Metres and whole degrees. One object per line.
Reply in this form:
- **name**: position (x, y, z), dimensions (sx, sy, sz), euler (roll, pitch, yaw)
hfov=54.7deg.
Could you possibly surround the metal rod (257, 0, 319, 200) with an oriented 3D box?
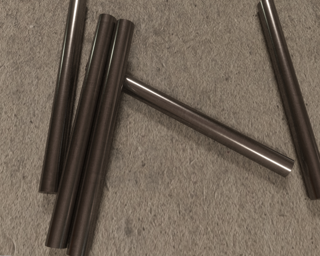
- **metal rod**: position (0.181, -0.053, 0.429), dimensions (0.025, 0.025, 0.299), euler (-6, 70, -3)

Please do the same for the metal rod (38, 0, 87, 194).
- **metal rod**: position (-0.130, -0.061, 0.428), dimensions (0.025, 0.025, 0.299), euler (2, 70, 0)

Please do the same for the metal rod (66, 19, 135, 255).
- **metal rod**: position (-0.071, 0.002, 0.388), dimensions (0.025, 0.025, 0.299), euler (9, 77, 3)

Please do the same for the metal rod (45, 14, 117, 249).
- **metal rod**: position (-0.096, -0.007, 0.392), dimensions (0.025, 0.025, 0.299), euler (9, 77, 3)

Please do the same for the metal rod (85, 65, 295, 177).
- **metal rod**: position (0.032, -0.019, 0.415), dimensions (0.301, 0.025, 0.025), euler (28, 72, 9)
